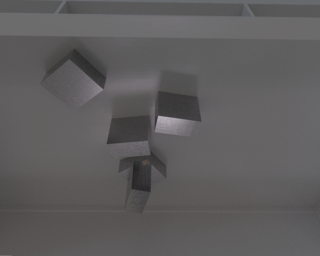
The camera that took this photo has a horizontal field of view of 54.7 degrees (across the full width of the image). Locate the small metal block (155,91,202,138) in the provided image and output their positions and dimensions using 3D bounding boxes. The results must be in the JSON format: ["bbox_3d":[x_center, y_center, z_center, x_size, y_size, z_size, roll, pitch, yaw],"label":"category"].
[{"bbox_3d":[0.021,-0.017,0.378,0.050,0.050,0.025,8,130,-7],"label":"small metal block"}]

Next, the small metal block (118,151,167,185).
[{"bbox_3d":[-0.025,0.062,0.461,0.050,0.025,0.050,-28,125,21],"label":"small metal block"}]

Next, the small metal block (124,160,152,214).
[{"bbox_3d":[-0.030,0.082,0.429,0.025,0.050,0.050,11,129,-9],"label":"small metal block"}]

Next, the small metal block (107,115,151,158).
[{"bbox_3d":[-0.038,0.011,0.401,0.050,0.050,0.025,-5,130,4],"label":"small metal block"}]

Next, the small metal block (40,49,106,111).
[{"bbox_3d":[-0.100,-0.055,0.361,0.050,0.025,0.050,-32,124,24],"label":"small metal block"}]
